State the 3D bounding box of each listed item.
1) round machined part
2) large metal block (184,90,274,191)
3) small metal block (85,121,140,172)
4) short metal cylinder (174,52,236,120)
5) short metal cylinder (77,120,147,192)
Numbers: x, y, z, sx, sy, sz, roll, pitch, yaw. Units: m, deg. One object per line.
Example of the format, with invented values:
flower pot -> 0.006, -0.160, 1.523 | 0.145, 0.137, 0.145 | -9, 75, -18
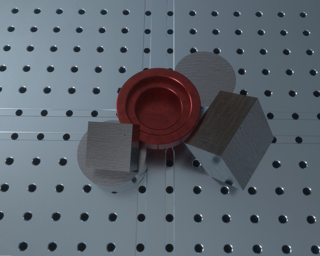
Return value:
round machined part -> -0.002, -0.020, 0.379 | 0.099, 0.042, 0.098 | 0, 70, 0
large metal block -> 0.086, 0.015, 0.371 | 0.050, 0.080, 0.080 | 20, 67, 43
small metal block -> -0.051, 0.019, 0.338 | 0.050, 0.025, 0.050 | 4, 89, 14
short metal cylinder -> 0.057, -0.055, 0.419 | 0.081, 0.050, 0.080 | 0, 70, 0
short metal cylinder -> -0.056, 0.036, 0.384 | 0.081, 0.050, 0.080 | 0, 70, 0
